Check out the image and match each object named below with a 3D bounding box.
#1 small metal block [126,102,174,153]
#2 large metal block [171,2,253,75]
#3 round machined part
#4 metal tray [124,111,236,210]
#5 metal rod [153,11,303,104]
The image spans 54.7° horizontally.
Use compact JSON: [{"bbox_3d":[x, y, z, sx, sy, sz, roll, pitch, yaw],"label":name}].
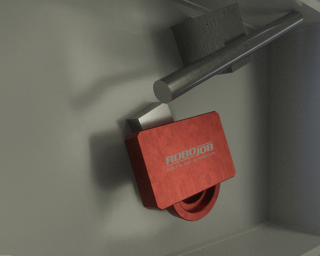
[{"bbox_3d":[-0.008,-0.001,0.402,0.050,0.025,0.050,-35,112,-35],"label":"small metal block"},{"bbox_3d":[0.072,-0.118,0.433,0.050,0.080,0.080,-33,111,-35],"label":"large metal block"},{"bbox_3d":[0.036,0.075,0.428,0.099,0.042,0.097,0,90,-40],"label":"round machined part"},{"bbox_3d":[0.029,0.036,0.383,0.131,0.030,0.090,-15,88,-35],"label":"metal tray"},{"bbox_3d":[0.106,-0.102,0.392,0.302,0.025,0.025,-33,111,-35],"label":"metal rod"}]
